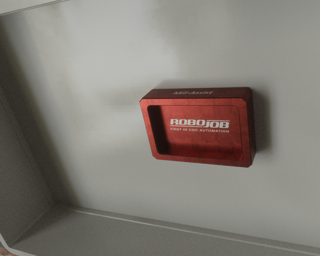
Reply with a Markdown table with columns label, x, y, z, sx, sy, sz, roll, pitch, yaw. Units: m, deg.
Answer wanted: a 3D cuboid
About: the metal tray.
| label | x | y | z | sx | sy | sz | roll | pitch | yaw |
| --- | --- | --- | --- | --- | --- | --- | --- | --- | --- |
| metal tray | 0.046 | -0.002 | 0.380 | 0.130 | 0.030 | 0.090 | 2 | 120 | 27 |
